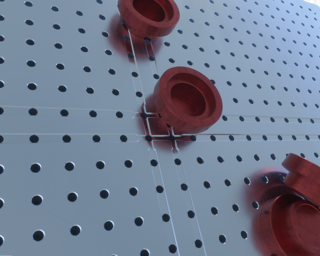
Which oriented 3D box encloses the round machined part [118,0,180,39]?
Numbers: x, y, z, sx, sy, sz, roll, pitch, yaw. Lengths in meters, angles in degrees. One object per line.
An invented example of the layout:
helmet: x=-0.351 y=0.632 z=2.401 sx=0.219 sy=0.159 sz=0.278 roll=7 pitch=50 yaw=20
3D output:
round machined part: x=-0.021 y=-0.183 z=0.497 sx=0.099 sy=0.042 sz=0.098 roll=13 pitch=56 yaw=-21

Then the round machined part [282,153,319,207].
round machined part: x=0.216 y=0.081 z=0.441 sx=0.098 sy=0.098 sz=0.042 roll=35 pitch=92 yaw=-5

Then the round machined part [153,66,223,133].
round machined part: x=0.036 y=-0.035 z=0.437 sx=0.099 sy=0.042 sz=0.098 roll=13 pitch=56 yaw=-21

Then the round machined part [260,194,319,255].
round machined part: x=0.188 y=0.135 z=0.415 sx=0.099 sy=0.042 sz=0.098 roll=13 pitch=56 yaw=-21
